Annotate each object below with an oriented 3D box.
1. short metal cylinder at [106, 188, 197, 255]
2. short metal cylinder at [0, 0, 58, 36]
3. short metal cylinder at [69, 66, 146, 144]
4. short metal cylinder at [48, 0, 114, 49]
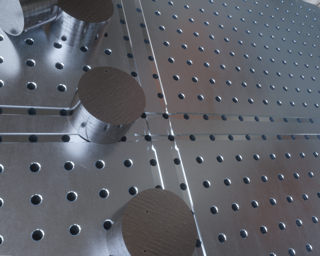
[{"bbox_3d":[-0.009,0.109,0.320,0.081,0.050,0.080,14,56,-21],"label":"short metal cylinder"},{"bbox_3d":[-0.172,-0.160,0.378,0.080,0.080,0.050,45,51,3],"label":"short metal cylinder"},{"bbox_3d":[-0.064,-0.027,0.374,0.081,0.050,0.080,14,56,-21],"label":"short metal cylinder"},{"bbox_3d":[-0.110,-0.158,0.429,0.081,0.050,0.080,14,56,-21],"label":"short metal cylinder"}]
